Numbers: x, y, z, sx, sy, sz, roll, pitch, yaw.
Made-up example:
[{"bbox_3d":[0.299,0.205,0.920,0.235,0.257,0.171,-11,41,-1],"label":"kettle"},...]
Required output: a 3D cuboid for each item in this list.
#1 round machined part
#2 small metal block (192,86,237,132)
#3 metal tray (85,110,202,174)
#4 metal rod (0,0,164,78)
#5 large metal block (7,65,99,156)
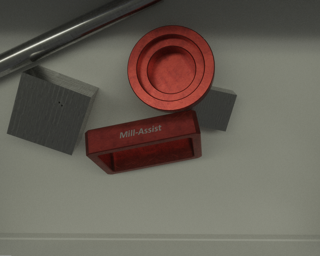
[{"bbox_3d":[0.015,-0.066,0.365,0.098,0.042,0.097,-1,86,9],"label":"round machined part"},{"bbox_3d":[0.066,-0.027,0.402,0.050,0.025,0.050,12,110,-5],"label":"small metal block"},{"bbox_3d":[-0.016,0.021,0.387,0.131,0.090,0.030,-11,66,3],"label":"metal tray"},{"bbox_3d":[-0.138,-0.100,0.372,0.301,0.025,0.025,-22,109,7],"label":"metal rod"},{"bbox_3d":[-0.132,-0.023,0.388,0.080,0.050,0.079,20,109,-8],"label":"large metal block"}]
